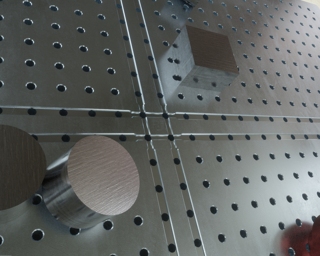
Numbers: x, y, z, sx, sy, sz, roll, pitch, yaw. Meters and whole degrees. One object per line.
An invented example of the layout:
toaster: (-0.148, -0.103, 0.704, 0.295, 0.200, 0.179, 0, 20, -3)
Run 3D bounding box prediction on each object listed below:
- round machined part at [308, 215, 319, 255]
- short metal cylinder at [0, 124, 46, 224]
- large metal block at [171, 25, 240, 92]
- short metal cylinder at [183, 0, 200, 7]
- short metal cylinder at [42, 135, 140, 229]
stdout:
round machined part: (0.248, 0.167, 0.429, 0.099, 0.042, 0.098, 14, 56, -21)
short metal cylinder: (-0.150, 0.043, 0.285, 0.081, 0.050, 0.080, 13, 56, -21)
large metal block: (0.071, -0.110, 0.497, 0.081, 0.050, 0.080, 6, 59, -26)
short metal cylinder: (0.064, -0.274, 0.574, 0.050, 0.080, 0.080, 29, 52, -10)
short metal cylinder: (-0.068, 0.054, 0.309, 0.080, 0.050, 0.080, 28, 45, -32)
